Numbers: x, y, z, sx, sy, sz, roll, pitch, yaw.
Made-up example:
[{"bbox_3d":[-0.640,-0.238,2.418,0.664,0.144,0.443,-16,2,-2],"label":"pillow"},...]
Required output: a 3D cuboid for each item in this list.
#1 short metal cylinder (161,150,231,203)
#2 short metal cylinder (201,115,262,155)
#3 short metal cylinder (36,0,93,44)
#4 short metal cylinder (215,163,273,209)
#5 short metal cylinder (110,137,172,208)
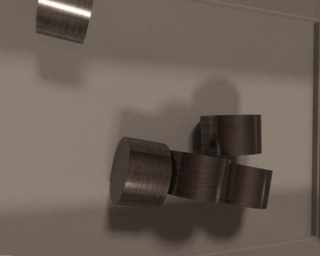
[{"bbox_3d":[0.043,0.058,0.380,0.081,0.080,0.050,11,84,-20],"label":"short metal cylinder"},{"bbox_3d":[0.095,0.008,0.418,0.081,0.080,0.050,-1,91,-20],"label":"short metal cylinder"},{"bbox_3d":[-0.104,-0.139,0.343,0.050,0.080,0.080,10,87,-20],"label":"short metal cylinder"},{"bbox_3d":[0.108,0.075,0.423,0.081,0.080,0.050,12,86,-20],"label":"short metal cylinder"},{"bbox_3d":[-0.025,0.054,0.373,0.050,0.080,0.080,11,86,-20],"label":"short metal cylinder"}]
